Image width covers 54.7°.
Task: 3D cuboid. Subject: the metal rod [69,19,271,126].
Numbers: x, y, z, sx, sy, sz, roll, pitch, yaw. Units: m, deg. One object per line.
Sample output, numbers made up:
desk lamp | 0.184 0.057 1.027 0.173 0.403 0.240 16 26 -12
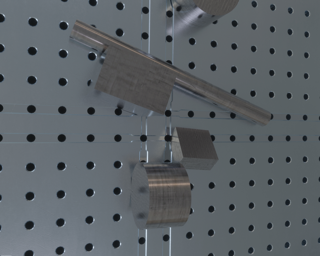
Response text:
metal rod | 0.028 -0.067 0.422 0.302 0.025 0.025 22 83 -19

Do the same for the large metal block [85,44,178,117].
large metal block | -0.038 -0.051 0.370 0.080 0.080 0.050 20 84 -19

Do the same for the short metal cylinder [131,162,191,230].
short metal cylinder | -0.001 0.082 0.383 0.050 0.080 0.079 2 89 -20

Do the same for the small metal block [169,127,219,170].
small metal block | 0.044 0.028 0.415 0.050 0.025 0.050 6 47 -20

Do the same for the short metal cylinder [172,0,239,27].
short metal cylinder | 0.062 -0.185 0.422 0.081 0.050 0.079 0 90 -20
